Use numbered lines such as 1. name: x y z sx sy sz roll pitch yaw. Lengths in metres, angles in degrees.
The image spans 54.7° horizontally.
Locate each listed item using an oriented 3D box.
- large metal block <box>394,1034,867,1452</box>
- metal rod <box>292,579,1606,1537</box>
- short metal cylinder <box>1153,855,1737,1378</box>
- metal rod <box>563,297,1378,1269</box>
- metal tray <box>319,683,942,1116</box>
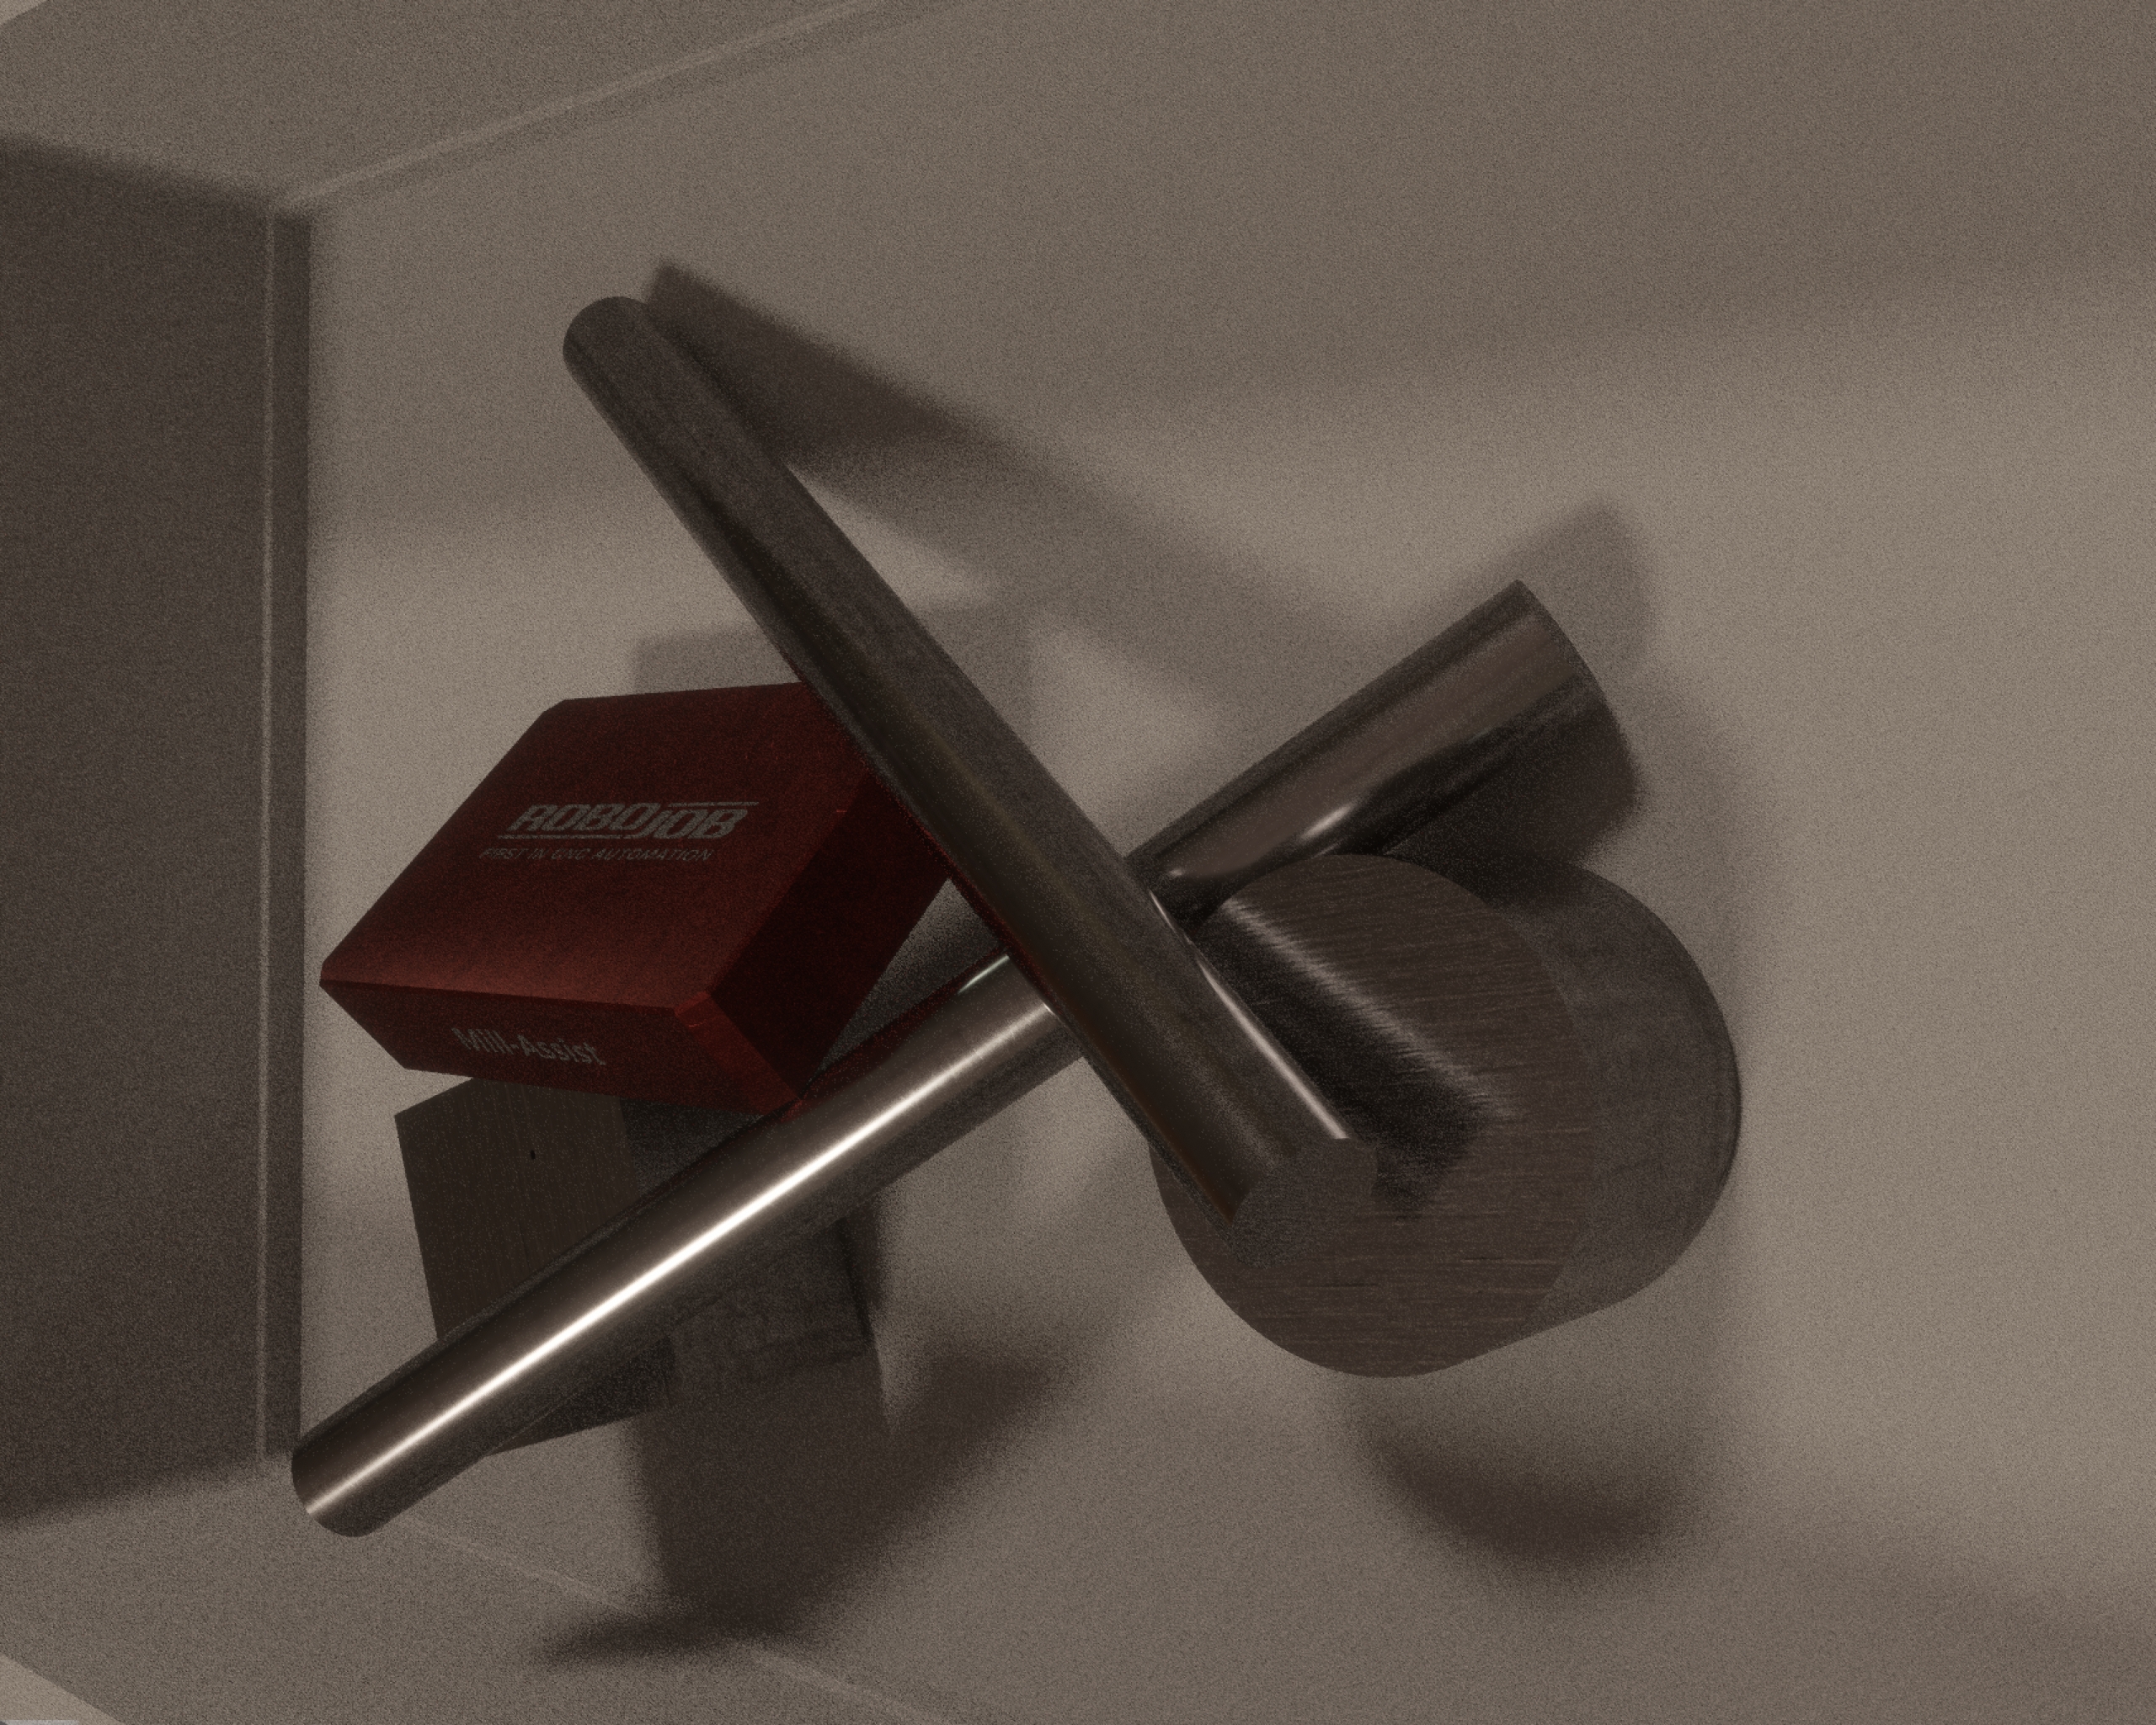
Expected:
1. large metal block: -0.101 0.082 0.466 0.080 0.050 0.080 -24 75 37
2. metal rod: -0.037 0.046 0.385 0.300 0.025 0.025 -35 68 19
3. short metal cylinder: 0.058 0.038 0.338 0.080 0.050 0.079 0 90 39
4. metal rod: -0.039 -0.037 0.397 0.300 0.025 0.025 50 120 42
5. metal tray: -0.089 0.004 0.436 0.130 0.030 0.090 1 46 41
